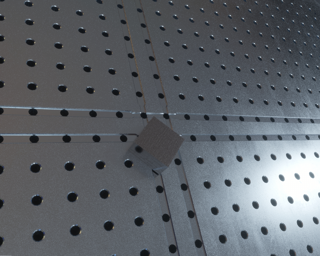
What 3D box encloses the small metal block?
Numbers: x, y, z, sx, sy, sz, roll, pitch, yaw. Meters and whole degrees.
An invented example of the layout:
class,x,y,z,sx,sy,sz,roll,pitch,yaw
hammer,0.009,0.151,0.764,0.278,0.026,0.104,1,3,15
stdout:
class,x,y,z,sx,sy,sz,roll,pitch,yaw
small metal block,-0.004,0.021,0.392,0.050,0.025,0.050,37,51,-4
